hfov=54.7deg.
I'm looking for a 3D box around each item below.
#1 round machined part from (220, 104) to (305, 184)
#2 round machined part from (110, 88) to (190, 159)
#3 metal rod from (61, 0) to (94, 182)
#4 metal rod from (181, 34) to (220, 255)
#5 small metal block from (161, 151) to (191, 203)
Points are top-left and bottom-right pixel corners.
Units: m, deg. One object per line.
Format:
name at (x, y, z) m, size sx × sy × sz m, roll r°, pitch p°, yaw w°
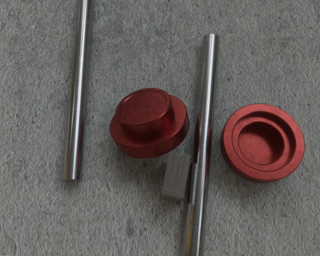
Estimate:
round machined part at (0.125, 0.022, 0.392) m, size 0.099 × 0.042 × 0.098 m, roll 0°, pitch 70°, yaw 0°
round machined part at (-0.015, -0.013, 0.381) m, size 0.098 × 0.042 × 0.098 m, roll -10°, pitch 43°, yaw 9°
metal rod at (-0.112, -0.075, 0.434) m, size 0.025 × 0.025 × 0.299 m, roll -1°, pitch 70°, yaw -1°
metal rod at (0.056, 0.008, 0.405) m, size 0.025 × 0.025 × 0.299 m, roll 7°, pitch 70°, yaw 2°
small metal block at (0.018, 0.060, 0.373) m, size 0.025 × 0.050 × 0.050 m, roll 11°, pitch 71°, yaw 4°
